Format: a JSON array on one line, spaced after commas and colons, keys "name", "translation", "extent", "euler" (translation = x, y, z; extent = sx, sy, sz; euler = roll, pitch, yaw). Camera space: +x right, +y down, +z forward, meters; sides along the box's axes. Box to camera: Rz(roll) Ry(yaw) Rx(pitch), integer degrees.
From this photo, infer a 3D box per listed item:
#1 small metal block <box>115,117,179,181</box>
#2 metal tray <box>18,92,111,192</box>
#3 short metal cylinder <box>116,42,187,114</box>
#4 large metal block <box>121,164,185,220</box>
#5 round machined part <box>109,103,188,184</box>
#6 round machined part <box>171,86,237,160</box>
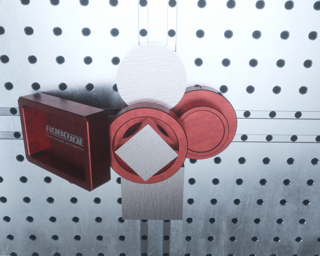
[{"name": "small metal block", "translation": [-0.015, 0.024, 0.356], "extent": [0.050, 0.025, 0.050], "euler": [-40, 106, 13]}, {"name": "metal tray", "translation": [-0.118, 0.013, 0.376], "extent": [0.130, 0.030, 0.089], "euler": [15, 115, 34]}, {"name": "short metal cylinder", "translation": [-0.010, -0.062, 0.376], "extent": [0.081, 0.050, 0.079], "euler": [0, 110, 0]}, {"name": "large metal block", "translation": [-0.010, 0.077, 0.425], "extent": [0.081, 0.050, 0.079], "euler": [1, 110, -1]}, {"name": "round machined part", "translation": [-0.017, 0.016, 0.379], "extent": [0.099, 0.042, 0.097], "euler": [0, 110, 0]}, {"name": "round machined part", "translation": [0.052, -0.002, 0.402], "extent": [0.099, 0.042, 0.097], "euler": [0, 110, 0]}]
